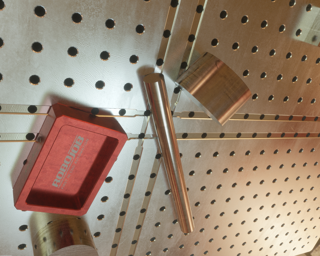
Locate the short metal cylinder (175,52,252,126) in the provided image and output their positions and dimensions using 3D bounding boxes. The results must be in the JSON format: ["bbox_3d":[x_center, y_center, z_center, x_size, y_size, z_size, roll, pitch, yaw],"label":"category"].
[{"bbox_3d":[0.065,-0.047,0.382,0.050,0.080,0.080,-46,129,4],"label":"short metal cylinder"}]

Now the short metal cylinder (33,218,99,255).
[{"bbox_3d":[-0.131,0.173,0.430,0.081,0.050,0.079,-14,124,-21],"label":"short metal cylinder"}]

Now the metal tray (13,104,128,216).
[{"bbox_3d":[-0.108,0.044,0.375,0.091,0.030,0.129,19,108,-36],"label":"metal tray"}]

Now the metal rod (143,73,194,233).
[{"bbox_3d":[0.020,0.057,0.457,0.025,0.025,0.298,-24,127,-14],"label":"metal rod"}]

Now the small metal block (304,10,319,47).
[{"bbox_3d":[0.251,-0.143,0.460,0.050,0.025,0.050,6,116,-31],"label":"small metal block"}]
